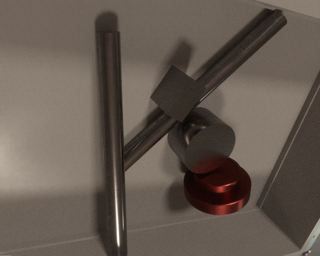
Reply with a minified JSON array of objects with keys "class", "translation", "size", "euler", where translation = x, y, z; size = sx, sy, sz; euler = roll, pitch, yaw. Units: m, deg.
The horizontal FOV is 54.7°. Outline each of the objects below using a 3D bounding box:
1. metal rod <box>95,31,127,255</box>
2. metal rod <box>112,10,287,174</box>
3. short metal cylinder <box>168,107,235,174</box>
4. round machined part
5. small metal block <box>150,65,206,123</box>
[{"class":"metal rod","translation":[-0.056,0.039,0.376],"size":[0.025,0.025,0.298],"euler":[-10,115,-24]},{"class":"metal rod","translation":[0.047,-0.044,0.408],"size":[0.300,0.025,0.025],"euler":[-43,130,1]},{"class":"short metal cylinder","translation":[0.058,0.017,0.437],"size":[0.081,0.050,0.079],"euler":[-14,125,-21]},{"class":"round machined part","translation":[0.084,0.077,0.457],"size":[0.099,0.098,0.042],"euler":[-18,126,-19]},{"class":"small metal block","translation":[0.021,-0.043,0.379],"size":[0.025,0.050,0.050],"euler":[27,104,-38]}]
